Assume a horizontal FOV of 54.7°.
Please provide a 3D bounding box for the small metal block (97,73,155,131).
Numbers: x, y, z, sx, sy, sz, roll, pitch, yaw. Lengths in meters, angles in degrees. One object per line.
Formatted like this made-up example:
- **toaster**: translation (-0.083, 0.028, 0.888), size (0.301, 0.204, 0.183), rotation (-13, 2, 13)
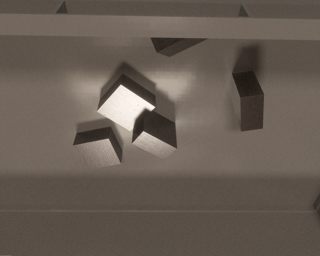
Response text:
- **small metal block**: translation (-0.041, -0.031, 0.383), size (0.050, 0.025, 0.050), rotation (32, 123, -25)

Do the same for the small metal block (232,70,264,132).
- **small metal block**: translation (0.103, -0.032, 0.367), size (0.025, 0.050, 0.050), rotation (-8, 130, 7)

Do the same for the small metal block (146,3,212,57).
- **small metal block**: translation (0.021, -0.095, 0.309), size (0.050, 0.050, 0.025), rotation (-22, 91, 17)

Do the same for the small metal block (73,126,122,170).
- **small metal block**: translation (-0.085, 0.029, 0.432), size (0.050, 0.025, 0.050), rotation (-11, 130, 9)

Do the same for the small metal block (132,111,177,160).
- **small metal block**: translation (-0.007, 0.006, 0.398), size (0.050, 0.050, 0.025), rotation (29, 124, -23)
